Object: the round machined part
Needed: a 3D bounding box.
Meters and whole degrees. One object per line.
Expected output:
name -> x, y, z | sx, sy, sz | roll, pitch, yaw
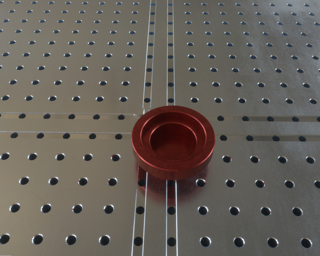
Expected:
round machined part -> 0.016, 0.022, 0.379 | 0.099, 0.042, 0.098 | 0, 50, 0
